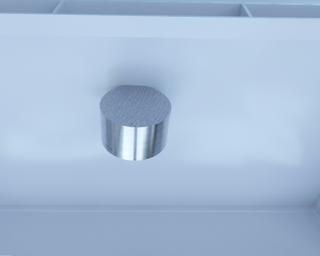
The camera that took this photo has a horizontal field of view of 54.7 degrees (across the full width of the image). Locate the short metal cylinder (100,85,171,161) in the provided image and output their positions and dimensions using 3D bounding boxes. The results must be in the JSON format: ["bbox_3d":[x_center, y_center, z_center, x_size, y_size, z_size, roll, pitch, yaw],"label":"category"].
[{"bbox_3d":[-0.029,-0.008,0.366,0.081,0.080,0.050,4,130,-4],"label":"short metal cylinder"}]
